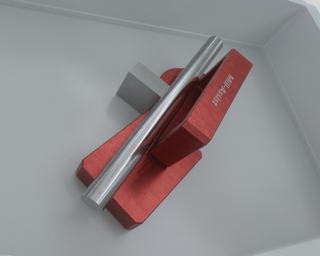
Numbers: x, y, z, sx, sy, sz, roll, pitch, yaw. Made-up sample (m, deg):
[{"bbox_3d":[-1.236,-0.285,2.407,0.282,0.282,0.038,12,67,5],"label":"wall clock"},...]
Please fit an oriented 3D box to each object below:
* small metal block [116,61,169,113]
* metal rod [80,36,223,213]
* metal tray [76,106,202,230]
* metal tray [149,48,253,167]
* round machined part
[{"bbox_3d":[-0.023,-0.050,0.407,0.050,0.050,0.025,39,51,-3],"label":"small metal block"},{"bbox_3d":[0.009,-0.027,0.377,0.025,0.025,0.301,39,55,-3],"label":"metal rod"},{"bbox_3d":[-0.019,0.041,0.366,0.090,0.030,0.131,46,51,4],"label":"metal tray"},{"bbox_3d":[0.047,-0.023,0.354,0.030,0.090,0.130,39,57,-6],"label":"metal tray"},{"bbox_3d":[0.043,-0.048,0.446,0.099,0.042,0.098,14,56,-21],"label":"round machined part"}]
